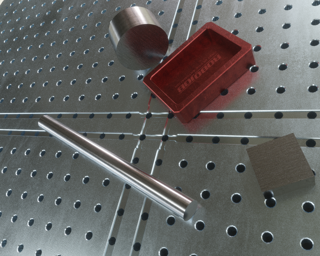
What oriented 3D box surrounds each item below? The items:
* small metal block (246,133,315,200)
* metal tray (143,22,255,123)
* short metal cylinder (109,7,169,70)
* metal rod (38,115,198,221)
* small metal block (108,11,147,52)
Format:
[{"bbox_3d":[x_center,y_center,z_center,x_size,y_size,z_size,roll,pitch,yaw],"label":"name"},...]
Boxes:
[{"bbox_3d":[0.123,0.040,0.319,0.050,0.025,0.050,-21,54,15],"label":"small metal block"},{"bbox_3d":[0.051,-0.079,0.425,0.130,0.030,0.090,-41,51,-1],"label":"metal tray"},{"bbox_3d":[-0.033,-0.135,0.472,0.080,0.080,0.050,-31,52,8],"label":"short metal cylinder"},{"bbox_3d":[-0.078,0.040,0.422,0.300,0.025,0.025,24,75,36],"label":"metal rod"},{"bbox_3d":[-0.057,-0.169,0.540,0.050,0.025,0.050,-31,52,8],"label":"small metal block"}]
